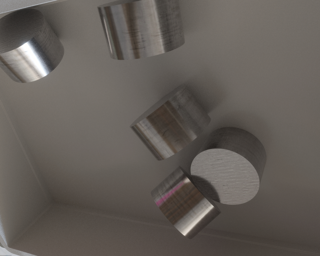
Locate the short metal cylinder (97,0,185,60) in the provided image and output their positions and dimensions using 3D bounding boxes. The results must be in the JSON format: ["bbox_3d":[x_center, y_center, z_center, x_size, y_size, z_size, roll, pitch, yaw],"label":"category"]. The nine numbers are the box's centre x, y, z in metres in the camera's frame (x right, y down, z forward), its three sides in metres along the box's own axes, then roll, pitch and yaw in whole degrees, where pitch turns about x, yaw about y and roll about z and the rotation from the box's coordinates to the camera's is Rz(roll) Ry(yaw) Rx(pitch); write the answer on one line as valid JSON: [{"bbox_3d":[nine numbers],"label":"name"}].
[{"bbox_3d":[-0.018,-0.106,0.317,0.080,0.080,0.050,3,120,27],"label":"short metal cylinder"}]

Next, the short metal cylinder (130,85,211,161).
[{"bbox_3d":[0.012,-0.007,0.363,0.080,0.080,0.050,-32,100,38],"label":"short metal cylinder"}]

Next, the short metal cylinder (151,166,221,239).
[{"bbox_3d":[0.034,0.096,0.406,0.050,0.080,0.080,-43,95,1],"label":"short metal cylinder"}]

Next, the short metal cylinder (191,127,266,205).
[{"bbox_3d":[0.084,0.046,0.376,0.080,0.050,0.079,13,124,21],"label":"short metal cylinder"}]

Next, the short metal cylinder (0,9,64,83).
[{"bbox_3d":[-0.170,-0.104,0.390,0.080,0.080,0.050,11,150,22],"label":"short metal cylinder"}]
